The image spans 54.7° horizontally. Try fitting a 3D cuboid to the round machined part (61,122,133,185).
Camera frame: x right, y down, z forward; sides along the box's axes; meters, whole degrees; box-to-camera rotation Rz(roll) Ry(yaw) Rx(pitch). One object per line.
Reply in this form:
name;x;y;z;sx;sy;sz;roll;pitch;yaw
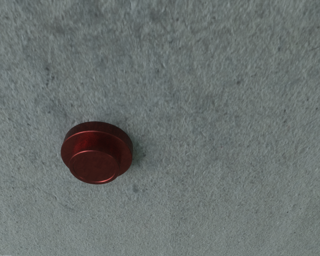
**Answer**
round machined part;-0.088;0.041;0.430;0.099;0.042;0.097;-1;130;0
